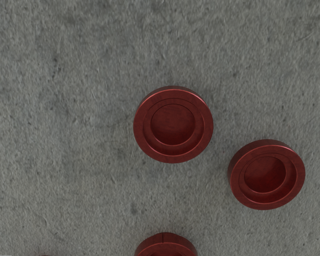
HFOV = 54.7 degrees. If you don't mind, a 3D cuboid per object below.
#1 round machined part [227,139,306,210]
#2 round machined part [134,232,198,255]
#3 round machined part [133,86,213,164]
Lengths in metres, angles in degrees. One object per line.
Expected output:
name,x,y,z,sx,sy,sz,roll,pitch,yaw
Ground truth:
round machined part,0.141,0.060,0.425,0.099,0.042,0.097,0,110,-1
round machined part,0.009,0.201,0.475,0.099,0.042,0.097,0,110,-1
round machined part,0.016,-0.007,0.398,0.099,0.042,0.097,0,110,-1
